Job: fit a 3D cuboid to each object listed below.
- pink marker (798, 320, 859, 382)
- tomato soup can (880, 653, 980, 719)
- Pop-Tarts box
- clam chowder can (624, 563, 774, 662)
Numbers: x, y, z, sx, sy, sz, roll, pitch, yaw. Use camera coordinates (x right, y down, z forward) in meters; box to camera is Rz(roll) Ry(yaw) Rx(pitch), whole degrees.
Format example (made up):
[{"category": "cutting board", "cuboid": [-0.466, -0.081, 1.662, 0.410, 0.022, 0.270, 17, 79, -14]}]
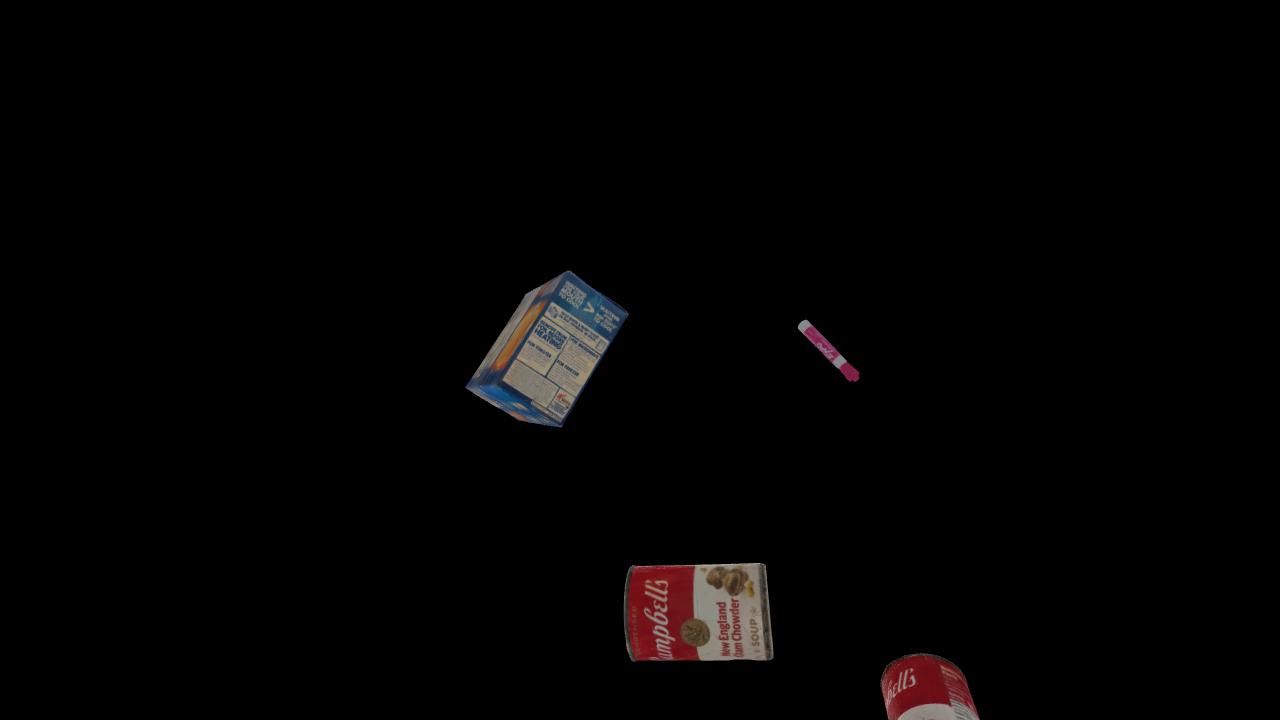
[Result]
[{"category": "pink marker", "cuboid": [0.275, -0.013, 0.897, 0.020, 0.020, 0.121, 0, 43, -43]}, {"category": "tomato soup can", "cuboid": [0.224, 0.285, 0.460, 0.068, 0.068, 0.101, 0, 19, 12]}, {"category": "Pop-Tarts box", "cuboid": [-0.109, -0.008, 0.683, 0.083, 0.141, 0.167, 35, -17, -20]}, {"category": "clam chowder can", "cuboid": [0.044, 0.186, 0.456, 0.102, 0.068, 0.068, -5, -1, 10]}]
